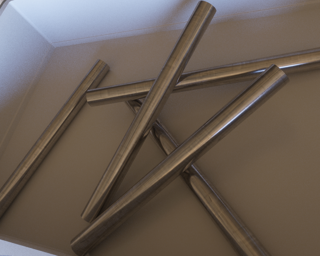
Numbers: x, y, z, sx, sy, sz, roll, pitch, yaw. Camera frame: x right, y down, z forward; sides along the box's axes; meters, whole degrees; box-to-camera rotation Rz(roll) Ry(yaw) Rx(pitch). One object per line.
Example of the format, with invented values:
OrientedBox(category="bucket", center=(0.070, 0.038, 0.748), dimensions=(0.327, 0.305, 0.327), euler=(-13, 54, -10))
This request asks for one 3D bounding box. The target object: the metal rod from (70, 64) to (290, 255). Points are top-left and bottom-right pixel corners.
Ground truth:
OrientedBox(category="metal rod", center=(0.012, 0.043, 0.340), dimensions=(0.300, 0.025, 0.025), euler=(-42, 51, 11))

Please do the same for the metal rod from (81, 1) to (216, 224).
OrientedBox(category="metal rod", center=(-0.014, -0.019, 0.382), dimensions=(0.025, 0.025, 0.299), euler=(29, 90, 37))

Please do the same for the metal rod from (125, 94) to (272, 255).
OrientedBox(category="metal rod", center=(0.031, 0.048, 0.358), dimensions=(0.025, 0.025, 0.300), euler=(-39, 51, 1))

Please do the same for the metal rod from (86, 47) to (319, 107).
OrientedBox(category="metal rod", center=(0.045, -0.062, 0.398), dimensions=(0.301, 0.025, 0.025), euler=(-8, 58, 16))

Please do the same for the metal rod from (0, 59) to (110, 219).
OrientedBox(category="metal rod", center=(-0.174, 0.016, 0.484), dimensions=(0.025, 0.025, 0.300), euler=(23, 74, 36))
